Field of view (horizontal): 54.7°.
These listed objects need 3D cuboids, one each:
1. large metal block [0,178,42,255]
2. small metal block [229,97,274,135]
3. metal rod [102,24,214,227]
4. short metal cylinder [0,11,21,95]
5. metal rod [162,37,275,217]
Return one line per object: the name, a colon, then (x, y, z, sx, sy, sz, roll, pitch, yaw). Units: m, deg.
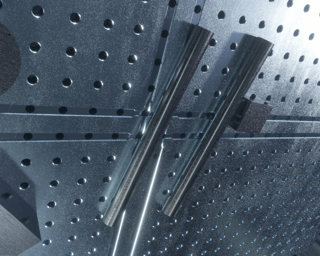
large metal block: (-0.199, 0.114, 0.358, 0.080, 0.050, 0.080, -31, 129, -9)
small metal block: (0.139, -0.020, 0.477, 0.050, 0.025, 0.050, 8, 114, -32)
metal rod: (-0.010, 0.010, 0.413, 0.025, 0.025, 0.298, 14, 111, -35)
short metal cylinder: (-0.164, -0.068, 0.264, 0.081, 0.050, 0.079, -14, 125, -21)
metal rod: (0.079, 0.009, 0.462, 0.025, 0.025, 0.298, 15, 111, -35)
